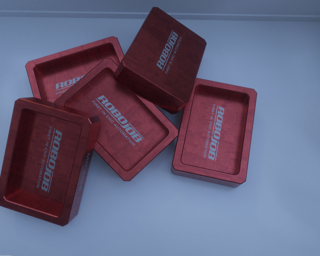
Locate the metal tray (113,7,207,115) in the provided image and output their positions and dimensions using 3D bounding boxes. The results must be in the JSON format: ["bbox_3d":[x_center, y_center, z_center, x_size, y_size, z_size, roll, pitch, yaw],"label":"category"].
[{"bbox_3d":[0.006,-0.091,0.402,0.090,0.030,0.130,31,51,-13],"label":"metal tray"}]

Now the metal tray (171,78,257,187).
[{"bbox_3d":[0.071,0.004,0.405,0.090,0.030,0.130,12,70,4],"label":"metal tray"}]

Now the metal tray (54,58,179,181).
[{"bbox_3d":[-0.052,-0.010,0.385,0.090,0.030,0.130,-43,91,-8],"label":"metal tray"}]

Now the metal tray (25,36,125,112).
[{"bbox_3d":[-0.107,-0.066,0.428,0.131,0.030,0.090,-19,71,-8],"label":"metal tray"}]

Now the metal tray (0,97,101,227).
[{"bbox_3d":[-0.130,0.038,0.359,0.090,0.030,0.129,16,99,5],"label":"metal tray"}]
